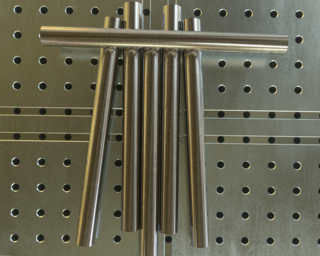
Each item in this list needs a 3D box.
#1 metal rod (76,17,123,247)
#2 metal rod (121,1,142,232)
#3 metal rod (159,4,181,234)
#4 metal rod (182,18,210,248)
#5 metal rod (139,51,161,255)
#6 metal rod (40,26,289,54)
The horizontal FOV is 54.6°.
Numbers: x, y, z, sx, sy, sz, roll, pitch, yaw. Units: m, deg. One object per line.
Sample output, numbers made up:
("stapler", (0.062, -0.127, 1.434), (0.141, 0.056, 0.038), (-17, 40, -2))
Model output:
("metal rod", (-0.080, 0.005, 0.412), (0.025, 0.025, 0.298), (7, 90, 0))
("metal rod", (-0.038, -0.015, 0.413), (0.025, 0.025, 0.298), (1, 90, 0))
("metal rod", (0.014, -0.011, 0.415), (0.025, 0.025, 0.298), (1, 90, 0))
("metal rod", (0.047, 0.007, 0.414), (0.025, 0.025, 0.298), (-2, 90, 0))
("metal rod", (-0.013, 0.041, 0.413), (0.025, 0.025, 0.298), (1, 90, 0))
("metal rod", (0.006, -0.110, 0.388), (0.302, 0.025, 0.025), (2, 90, 0))
